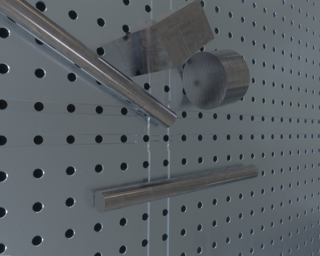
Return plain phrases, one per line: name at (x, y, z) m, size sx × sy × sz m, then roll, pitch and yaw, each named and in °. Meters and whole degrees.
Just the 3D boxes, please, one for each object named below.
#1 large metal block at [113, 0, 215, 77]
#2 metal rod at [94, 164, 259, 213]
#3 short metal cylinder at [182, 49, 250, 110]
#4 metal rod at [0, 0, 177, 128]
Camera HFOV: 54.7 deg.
large metal block at (0.005, -0.108, 0.377) m, size 0.080 × 0.080 × 0.050 m, roll -41°, pitch 116°, yaw -32°
metal rod at (0.047, 0.080, 0.449) m, size 0.302 × 0.025 × 0.025 m, roll -2°, pitch 91°, yaw -40°
short metal cylinder at (0.078, -0.069, 0.439) m, size 0.050 × 0.080 × 0.079 m, roll -17°, pitch 101°, yaw -39°
metal rod at (-0.089, -0.081, 0.334) m, size 0.301 × 0.025 × 0.025 m, roll 34°, pitch 69°, yaw -35°
